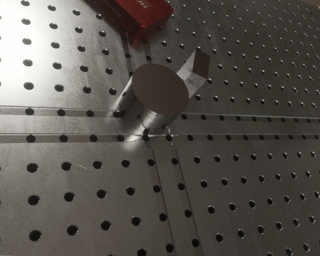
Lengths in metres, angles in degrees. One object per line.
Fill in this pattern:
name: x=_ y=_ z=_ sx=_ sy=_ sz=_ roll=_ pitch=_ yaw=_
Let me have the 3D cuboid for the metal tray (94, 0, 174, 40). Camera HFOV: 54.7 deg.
metal tray: x=-0.052 y=-0.213 z=0.508 sx=0.130 sy=0.030 sz=0.090 roll=44 pitch=51 yaw=2

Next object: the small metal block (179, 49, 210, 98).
small metal block: x=0.050 y=-0.082 z=0.471 sx=0.025 sy=0.050 sz=0.050 roll=23 pitch=53 yaw=-15

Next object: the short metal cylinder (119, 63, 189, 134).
short metal cylinder: x=-0.009 y=-0.038 z=0.412 sx=0.081 sy=0.050 sz=0.080 roll=14 pitch=56 yaw=-21
